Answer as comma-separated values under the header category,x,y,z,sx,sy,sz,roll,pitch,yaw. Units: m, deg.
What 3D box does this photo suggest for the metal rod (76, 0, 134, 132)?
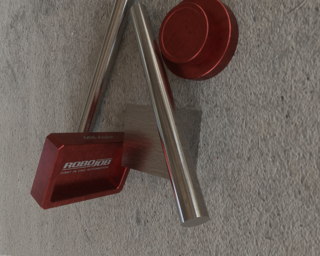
category,x,y,z,sx,sy,sz,roll,pitch,yaw
metal rod,-0.097,-0.062,0.481,0.025,0.025,0.298,32,110,35

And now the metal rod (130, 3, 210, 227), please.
category,x,y,z,sx,sy,sz,roll,pitch,yaw
metal rod,0.000,-0.041,0.346,0.025,0.025,0.299,-39,49,33

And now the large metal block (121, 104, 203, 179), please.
category,x,y,z,sx,sy,sz,roll,pitch,yaw
large metal block,0.001,0.014,0.386,0.080,0.050,0.079,9,96,39

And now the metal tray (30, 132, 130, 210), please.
category,x,y,z,sx,sy,sz,roll,pitch,yaw
metal tray,-0.094,0.052,0.412,0.030,0.131,0.089,34,111,34

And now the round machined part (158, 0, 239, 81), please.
category,x,y,z,sx,sy,sz,roll,pitch,yaw
round machined part,0.037,-0.106,0.362,0.098,0.042,0.097,0,90,39
